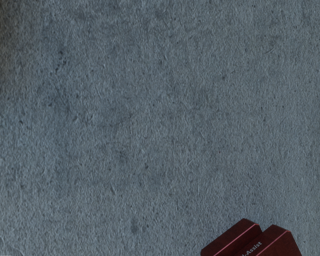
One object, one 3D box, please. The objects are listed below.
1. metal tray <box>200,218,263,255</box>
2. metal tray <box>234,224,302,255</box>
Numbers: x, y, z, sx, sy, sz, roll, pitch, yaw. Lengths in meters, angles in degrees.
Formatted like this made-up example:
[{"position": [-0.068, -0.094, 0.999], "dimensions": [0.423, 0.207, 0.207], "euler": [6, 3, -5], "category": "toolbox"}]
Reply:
[{"position": [0.127, 0.212, 0.453], "dimensions": [0.091, 0.030, 0.130], "euler": [-30, 100, -18], "category": "metal tray"}, {"position": [0.139, 0.208, 0.425], "dimensions": [0.131, 0.030, 0.090], "euler": [-30, 100, -18], "category": "metal tray"}]
